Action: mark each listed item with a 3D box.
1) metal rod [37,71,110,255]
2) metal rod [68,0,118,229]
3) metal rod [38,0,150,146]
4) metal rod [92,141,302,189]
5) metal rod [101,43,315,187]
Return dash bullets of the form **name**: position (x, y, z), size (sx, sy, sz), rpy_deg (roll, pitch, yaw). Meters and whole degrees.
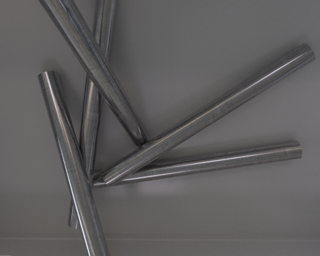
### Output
- **metal rod**: position (-0.096, 0.075, 0.374), size (0.025, 0.025, 0.299), rpy_deg (-18, 85, 6)
- **metal rod**: position (-0.087, -0.011, 0.389), size (0.025, 0.025, 0.298), rpy_deg (10, 104, -4)
- **metal rod**: position (-0.069, -0.072, 0.305), size (0.025, 0.025, 0.299), rpy_deg (-19, 140, 7)
- **metal rod**: position (0.040, 0.053, 0.430), size (0.302, 0.025, 0.025), rpy_deg (-9, 110, 3)
- **metal rod**: position (0.055, -0.013, 0.395), size (0.300, 0.025, 0.025), rpy_deg (-32, 107, 6)
